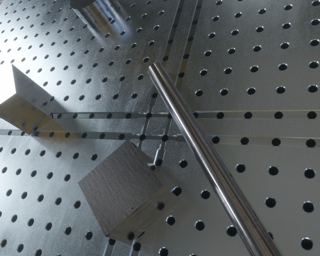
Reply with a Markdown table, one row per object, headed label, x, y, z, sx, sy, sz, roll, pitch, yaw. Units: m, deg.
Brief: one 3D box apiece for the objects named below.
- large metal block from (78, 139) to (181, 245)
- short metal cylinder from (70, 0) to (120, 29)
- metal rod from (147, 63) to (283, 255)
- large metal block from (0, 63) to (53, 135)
| label | x | y | z | sx | sy | sz | roll | pitch | yaw |
| --- | --- | --- | --- | --- | --- | --- | --- | --- | --- |
| large metal block | -0.037 | 0.074 | 0.365 | 0.080 | 0.050 | 0.080 | -41 | 51 | 0 |
| short metal cylinder | -0.127 | -0.242 | 0.605 | 0.080 | 0.050 | 0.080 | -13 | 56 | 20 |
| metal rod | 0.047 | 0.018 | 0.371 | 0.025 | 0.025 | 0.300 | -32 | 52 | 7 |
| large metal block | -0.236 | -0.048 | 0.523 | 0.050 | 0.080 | 0.080 | -34 | 52 | 6 |
